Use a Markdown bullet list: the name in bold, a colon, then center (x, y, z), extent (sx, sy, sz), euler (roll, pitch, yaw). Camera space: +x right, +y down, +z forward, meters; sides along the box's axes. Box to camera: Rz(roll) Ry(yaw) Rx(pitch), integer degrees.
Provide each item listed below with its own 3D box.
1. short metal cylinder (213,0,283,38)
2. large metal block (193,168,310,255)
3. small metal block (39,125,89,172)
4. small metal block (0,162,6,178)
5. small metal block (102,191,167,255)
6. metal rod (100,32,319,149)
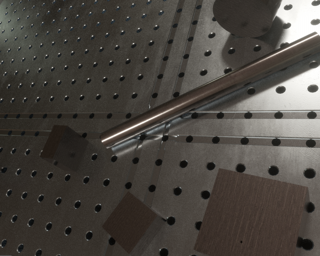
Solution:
- **short metal cylinder**: center (0.118, -0.168, 0.413), extent (0.080, 0.080, 0.050), euler (15, 70, 34)
- **large metal block**: center (0.088, 0.091, 0.290), extent (0.080, 0.050, 0.080), euler (9, 66, 31)
- **small metal block**: center (-0.136, 0.030, 0.443), extent (0.025, 0.050, 0.050), euler (2, 63, 29)
- **small metal block**: center (-0.294, 0.061, 0.506), extent (0.050, 0.050, 0.025), euler (-1, 62, 27)
- **small metal block**: center (-0.030, 0.110, 0.355), extent (0.050, 0.025, 0.050), euler (30, 78, 37)
- **metal rod**: center (0.057, -0.043, 0.403), extent (0.301, 0.025, 0.025), euler (-25, 53, 12)
